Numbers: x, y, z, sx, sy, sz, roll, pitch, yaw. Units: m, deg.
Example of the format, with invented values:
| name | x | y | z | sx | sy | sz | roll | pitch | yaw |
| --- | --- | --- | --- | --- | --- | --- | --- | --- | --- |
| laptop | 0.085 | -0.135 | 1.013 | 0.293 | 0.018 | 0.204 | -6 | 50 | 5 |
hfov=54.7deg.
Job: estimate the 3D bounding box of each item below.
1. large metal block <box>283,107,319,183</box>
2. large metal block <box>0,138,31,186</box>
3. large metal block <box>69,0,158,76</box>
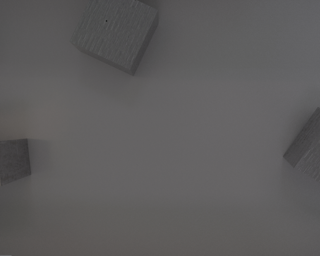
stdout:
| name | x | y | z | sx | sy | sz | roll | pitch | yaw |
| --- | --- | --- | --- | --- | --- | --- | --- | --- | --- |
| large metal block | 0.220 | 0.031 | 0.392 | 0.080 | 0.050 | 0.080 | 30 | 103 | 0 |
| large metal block | -0.218 | 0.044 | 0.382 | 0.080 | 0.080 | 0.050 | -6 | 90 | 0 |
| large metal block | -0.056 | -0.123 | 0.398 | 0.080 | 0.050 | 0.080 | 25 | 90 | 0 |
